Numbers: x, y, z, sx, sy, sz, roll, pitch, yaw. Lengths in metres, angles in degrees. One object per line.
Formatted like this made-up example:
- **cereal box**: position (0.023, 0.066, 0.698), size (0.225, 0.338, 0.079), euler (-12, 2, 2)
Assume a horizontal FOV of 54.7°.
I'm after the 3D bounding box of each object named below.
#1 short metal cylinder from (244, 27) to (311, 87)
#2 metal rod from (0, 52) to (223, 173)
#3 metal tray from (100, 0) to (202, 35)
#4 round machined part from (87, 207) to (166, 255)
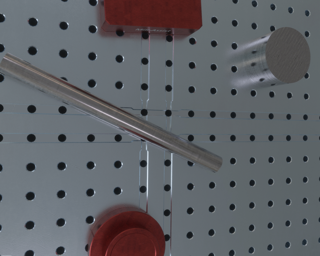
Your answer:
- **short metal cylinder**: position (0.174, -0.104, 0.463), size (0.081, 0.050, 0.079), euler (0, 90, -20)
- **metal rod**: position (-0.047, -0.011, 0.395), size (0.301, 0.025, 0.025), euler (26, 82, -18)
- **metal tray**: position (-0.011, -0.173, 0.405), size (0.131, 0.030, 0.089), euler (-4, 91, -20)
- **round machined part**: position (-0.039, 0.154, 0.390), size (0.099, 0.042, 0.097), euler (0, 90, -20)
